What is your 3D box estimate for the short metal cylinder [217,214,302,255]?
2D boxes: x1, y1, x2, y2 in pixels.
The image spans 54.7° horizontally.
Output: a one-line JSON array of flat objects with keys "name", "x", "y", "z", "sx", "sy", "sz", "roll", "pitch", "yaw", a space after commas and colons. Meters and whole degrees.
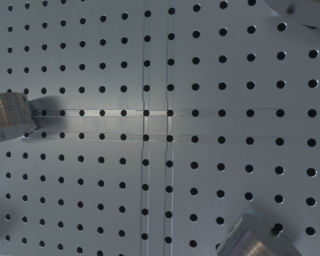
[{"name": "short metal cylinder", "x": 0.111, "y": 0.142, "z": 0.344, "sx": 0.080, "sy": 0.080, "sz": 0.050, "roll": 36, "pitch": 102, "yaw": 16}]

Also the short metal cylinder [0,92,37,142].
[{"name": "short metal cylinder", "x": -0.234, "y": -0.014, "z": 0.466, "sx": 0.080, "sy": 0.080, "sz": 0.050, "roll": -23, "pitch": 83, "yaw": 18}]

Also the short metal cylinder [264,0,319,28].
[{"name": "short metal cylinder", "x": 0.158, "y": -0.149, "z": 0.327, "sx": 0.080, "sy": 0.080, "sz": 0.050, "roll": 30, "pitch": 100, "yaw": 17}]
